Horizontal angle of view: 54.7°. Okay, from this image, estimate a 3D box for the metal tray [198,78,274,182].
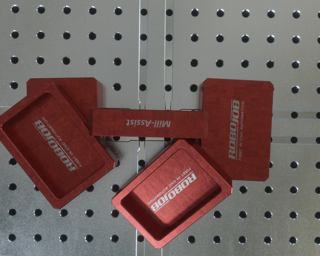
[{"bbox_3d":[0.098,0.002,0.411,0.091,0.030,0.129,3,90,-1],"label":"metal tray"}]

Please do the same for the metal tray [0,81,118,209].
[{"bbox_3d":[-0.126,0.020,0.377,0.090,0.030,0.130,-38,91,-1],"label":"metal tray"}]

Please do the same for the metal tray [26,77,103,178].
[{"bbox_3d":[-0.124,0.000,0.409,0.091,0.030,0.129,-1,91,0],"label":"metal tray"}]

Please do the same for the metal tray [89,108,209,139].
[{"bbox_3d":[-0.012,-0.005,0.380,0.131,0.090,0.030,2,90,-1],"label":"metal tray"}]

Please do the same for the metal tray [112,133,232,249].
[{"bbox_3d":[0.014,0.081,0.392,0.130,0.030,0.090,-43,91,17],"label":"metal tray"}]
